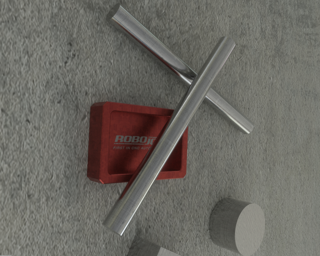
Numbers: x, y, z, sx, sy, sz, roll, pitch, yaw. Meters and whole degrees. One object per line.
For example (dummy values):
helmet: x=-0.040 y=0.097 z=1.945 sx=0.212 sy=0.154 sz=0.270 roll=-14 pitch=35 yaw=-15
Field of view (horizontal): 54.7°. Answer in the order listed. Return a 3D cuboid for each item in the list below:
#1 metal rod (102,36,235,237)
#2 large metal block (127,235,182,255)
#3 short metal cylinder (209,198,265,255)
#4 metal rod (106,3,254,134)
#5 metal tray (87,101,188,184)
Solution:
metal rod: x=0.023 y=-0.008 z=0.386 sx=0.025 sy=0.025 sz=0.300 roll=48 pitch=61 yaw=-30
large metal block: x=-0.005 y=0.192 z=0.387 sx=0.080 sy=0.050 sz=0.080 roll=38 pitch=67 yaw=-34
short metal cylinder: x=0.124 y=0.156 z=0.496 sx=0.081 sy=0.050 sz=0.079 roll=0 pitch=90 yaw=-40
metal rod: x=0.048 y=-0.068 z=0.446 sx=0.301 sy=0.025 sz=0.025 roll=33 pitch=69 yaw=-35
metal tray: x=-0.022 y=0.019 z=0.384 sx=0.131 sy=0.030 sz=0.089 roll=4 pitch=88 yaw=-40
